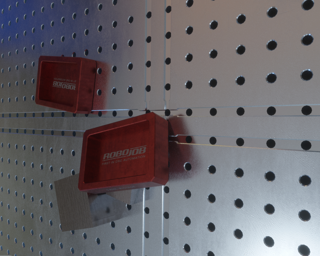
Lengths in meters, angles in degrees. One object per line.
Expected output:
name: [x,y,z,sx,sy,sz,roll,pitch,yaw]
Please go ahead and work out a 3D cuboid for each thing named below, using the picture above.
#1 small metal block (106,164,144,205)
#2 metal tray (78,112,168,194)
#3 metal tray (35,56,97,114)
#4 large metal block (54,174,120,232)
small metal block: [-0.049,0.077,0.448,0.050,0.025,0.050,13,98,39]
metal tray: [-0.051,0.037,0.420,0.130,0.030,0.090,-14,64,31]
metal tray: [-0.168,-0.078,0.541,0.130,0.030,0.089,12,98,39]
large metal block: [-0.116,0.113,0.486,0.080,0.050,0.080,-21,77,37]
